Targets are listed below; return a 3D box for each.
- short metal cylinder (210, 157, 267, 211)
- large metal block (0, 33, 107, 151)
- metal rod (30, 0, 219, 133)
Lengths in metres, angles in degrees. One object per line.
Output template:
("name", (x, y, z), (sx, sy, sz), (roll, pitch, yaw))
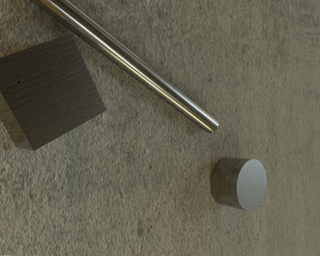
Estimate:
("short metal cylinder", (0.126, 0.088, 0.494), (0.081, 0.050, 0.079), (0, 90, -40))
("large metal block", (-0.111, -0.034, 0.295), (0.081, 0.050, 0.080), (-35, 112, -35))
("metal rod", (-0.024, -0.071, 0.384), (0.301, 0.025, 0.025), (34, 69, -35))
